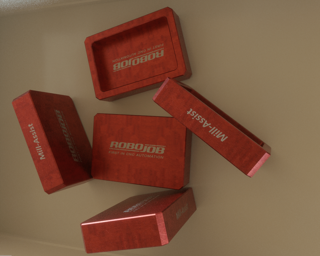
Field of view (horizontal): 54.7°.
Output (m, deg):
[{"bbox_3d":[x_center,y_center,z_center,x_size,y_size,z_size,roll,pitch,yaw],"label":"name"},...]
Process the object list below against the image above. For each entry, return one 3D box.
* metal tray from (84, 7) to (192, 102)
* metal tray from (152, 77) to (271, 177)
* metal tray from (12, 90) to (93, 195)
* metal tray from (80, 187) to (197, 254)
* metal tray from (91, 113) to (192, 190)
[{"bbox_3d":[-0.031,-0.095,0.416,0.130,0.030,0.090,-14,85,19],"label":"metal tray"},{"bbox_3d":[0.062,-0.004,0.351,0.130,0.090,0.030,40,103,15],"label":"metal tray"},{"bbox_3d":[-0.136,0.017,0.420,0.030,0.090,0.129,-26,82,17],"label":"metal tray"},{"bbox_3d":[-0.017,0.101,0.357,0.090,0.130,0.030,-13,86,19],"label":"metal tray"},{"bbox_3d":[-0.026,0.028,0.413,0.130,0.030,0.089,4,91,19],"label":"metal tray"}]
